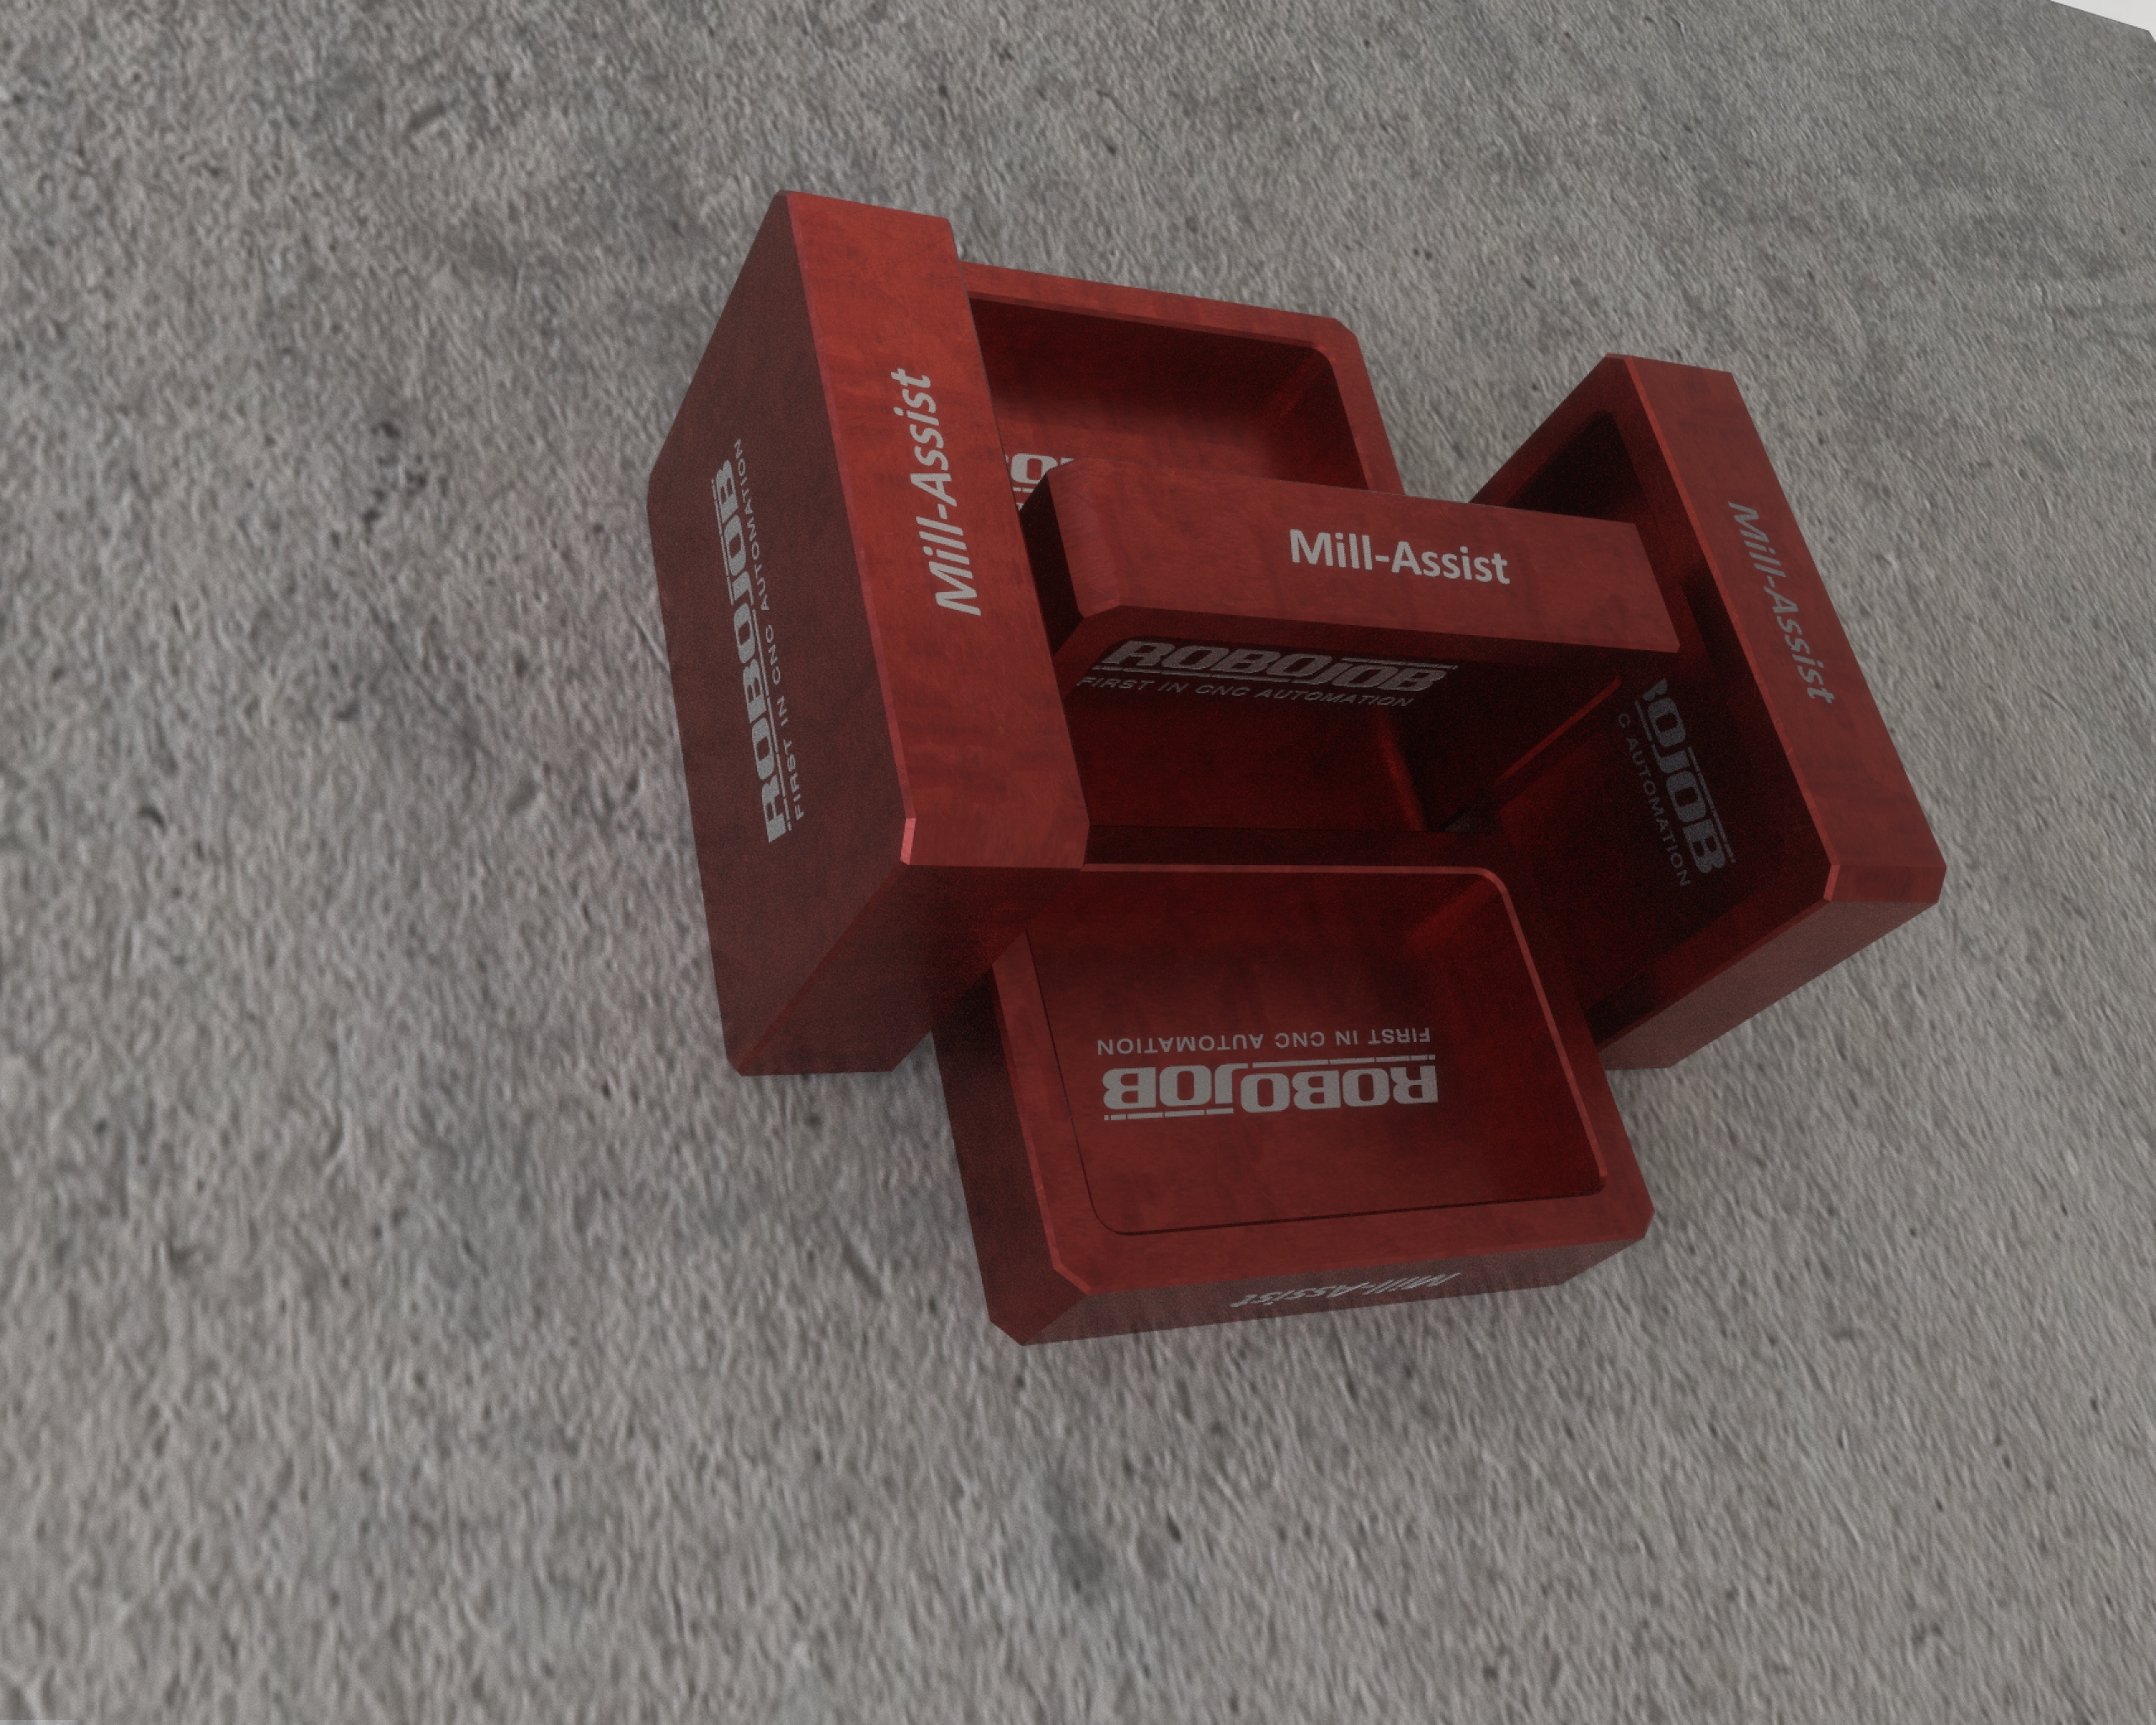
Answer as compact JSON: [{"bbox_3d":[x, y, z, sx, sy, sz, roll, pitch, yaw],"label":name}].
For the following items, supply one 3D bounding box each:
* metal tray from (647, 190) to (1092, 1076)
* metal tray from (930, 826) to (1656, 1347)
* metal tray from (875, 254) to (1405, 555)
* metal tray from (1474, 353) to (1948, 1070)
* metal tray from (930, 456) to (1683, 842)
[{"bbox_3d":[-0.042,-0.038,0.364,0.030,0.090,0.130,1,62,-28],"label":"metal tray"},{"bbox_3d":[0.039,0.039,0.401,0.131,0.030,0.090,1,60,-28],"label":"metal tray"},{"bbox_3d":[0.010,-0.082,0.457,0.131,0.030,0.090,0,65,-28],"label":"metal tray"},{"bbox_3d":[0.120,-0.031,0.447,0.030,0.090,0.130,1,61,-28],"label":"metal tray"},{"bbox_3d":[0.039,-0.034,0.407,0.131,0.090,0.030,1,63,-28],"label":"metal tray"}]
